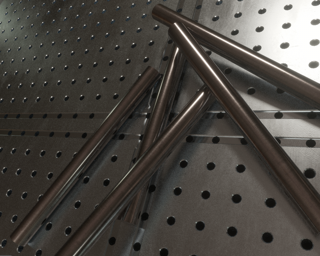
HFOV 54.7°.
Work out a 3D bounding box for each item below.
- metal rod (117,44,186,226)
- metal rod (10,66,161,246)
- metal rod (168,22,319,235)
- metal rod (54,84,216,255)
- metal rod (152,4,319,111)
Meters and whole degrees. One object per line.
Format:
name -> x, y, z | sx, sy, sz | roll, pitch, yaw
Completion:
metal rod -> 0.001, -0.021, 0.419 | 0.025, 0.025, 0.300 | 3, 63, 29
metal rod -> -0.099, 0.033, 0.437 | 0.025, 0.025, 0.300 | 30, 78, 37
metal rod -> 0.086, -0.023, 0.351 | 0.025, 0.025, 0.299 | -33, 59, 6
metal rod -> -0.018, 0.047, 0.359 | 0.025, 0.025, 0.301 | 28, 68, 37
metal rod -> 0.095, -0.098, 0.398 | 0.025, 0.025, 0.300 | -47, 58, -5
